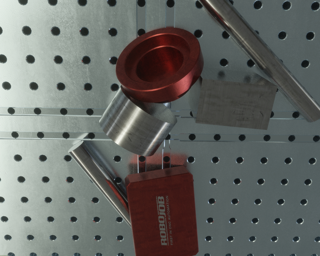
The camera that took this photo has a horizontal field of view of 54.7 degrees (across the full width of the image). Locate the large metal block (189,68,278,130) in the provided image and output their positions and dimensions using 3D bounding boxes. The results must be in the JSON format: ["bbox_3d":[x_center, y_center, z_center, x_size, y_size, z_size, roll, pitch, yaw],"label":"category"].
[{"bbox_3d":[0.081,-0.039,0.371,0.081,0.080,0.050,6,110,-3],"label":"large metal block"}]

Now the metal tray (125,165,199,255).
[{"bbox_3d":[0.004,0.125,0.440,0.091,0.030,0.129,-8,104,-10],"label":"metal tray"}]

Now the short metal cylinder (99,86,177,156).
[{"bbox_3d":[-0.026,-0.010,0.380,0.080,0.080,0.050,31,108,-11],"label":"short metal cylinder"}]

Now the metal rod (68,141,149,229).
[{"bbox_3d":[-0.034,0.143,0.465,0.025,0.025,0.299,-31,108,10],"label":"metal rod"}]

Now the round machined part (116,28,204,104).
[{"bbox_3d":[0.002,-0.067,0.359,0.098,0.098,0.042,-20,142,6],"label":"round machined part"}]

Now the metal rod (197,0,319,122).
[{"bbox_3d":[0.098,-0.115,0.372,0.300,0.025,0.025,42,104,-15],"label":"metal rod"}]
